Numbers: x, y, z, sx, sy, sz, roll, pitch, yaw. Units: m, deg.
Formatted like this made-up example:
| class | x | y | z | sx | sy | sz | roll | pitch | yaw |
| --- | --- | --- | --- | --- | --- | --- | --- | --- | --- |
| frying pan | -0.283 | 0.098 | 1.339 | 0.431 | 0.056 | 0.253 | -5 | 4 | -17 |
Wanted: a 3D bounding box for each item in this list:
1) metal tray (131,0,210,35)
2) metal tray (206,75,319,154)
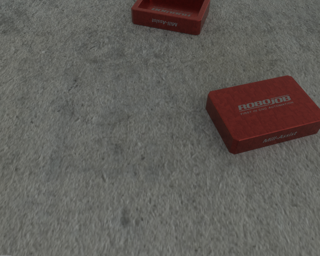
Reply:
| class | x | y | z | sx | sy | sz | roll | pitch | yaw |
| --- | --- | --- | --- | --- | --- | --- | --- | --- | --- |
| metal tray | 0.022 | -0.223 | 0.587 | 0.131 | 0.030 | 0.090 | 14 | 51 | 11 |
| metal tray | 0.139 | -0.021 | 0.420 | 0.131 | 0.030 | 0.090 | -13 | 51 | -11 |
